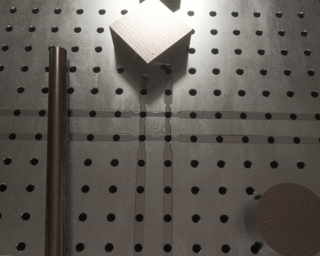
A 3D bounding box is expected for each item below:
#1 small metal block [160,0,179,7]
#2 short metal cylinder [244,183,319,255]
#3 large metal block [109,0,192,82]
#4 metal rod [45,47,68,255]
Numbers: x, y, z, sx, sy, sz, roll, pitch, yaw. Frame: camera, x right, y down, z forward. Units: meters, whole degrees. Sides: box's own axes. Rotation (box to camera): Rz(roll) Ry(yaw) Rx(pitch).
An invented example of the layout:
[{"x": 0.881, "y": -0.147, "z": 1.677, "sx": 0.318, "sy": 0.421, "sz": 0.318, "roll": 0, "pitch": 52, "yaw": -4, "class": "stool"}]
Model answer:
[{"x": 0.000, "y": -0.219, "z": 0.492, "sx": 0.050, "sy": 0.025, "sz": 0.050, "roll": -34, "pitch": 74, "yaw": -12, "class": "small metal block"}, {"x": 0.145, "y": 0.108, "z": 0.361, "sx": 0.081, "sy": 0.050, "sz": 0.080, "roll": 0, "pitch": 70, "yaw": -1, "class": "short metal cylinder"}, {"x": -0.013, "y": -0.128, "z": 0.445, "sx": 0.080, "sy": 0.050, "sz": 0.080, "roll": -40, "pitch": 75, "yaw": -14, "class": "large metal block"}, {"x": -0.132, "y": 0.029, "z": 0.399, "sx": 0.025, "sy": 0.025, "sz": 0.299, "roll": -5, "pitch": 70, "yaw": -2, "class": "metal rod"}]
